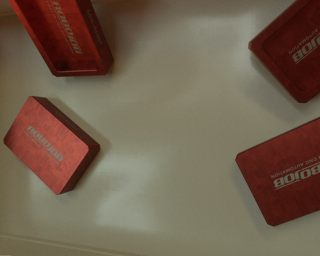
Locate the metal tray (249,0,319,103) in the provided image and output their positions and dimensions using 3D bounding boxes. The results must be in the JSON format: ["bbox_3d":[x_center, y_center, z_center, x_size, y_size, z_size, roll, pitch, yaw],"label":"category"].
[{"bbox_3d":[0.174,-0.101,0.330,0.130,0.030,0.090,-42,94,18],"label":"metal tray"}]

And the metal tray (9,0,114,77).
[{"bbox_3d":[-0.125,-0.128,0.405,0.090,0.129,0.030,1,48,19],"label":"metal tray"}]

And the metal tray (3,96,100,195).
[{"bbox_3d":[-0.164,0.024,0.464,0.130,0.030,0.090,39,102,15],"label":"metal tray"}]

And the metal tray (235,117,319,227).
[{"bbox_3d":[0.165,0.045,0.350,0.130,0.030,0.090,-28,81,17],"label":"metal tray"}]
